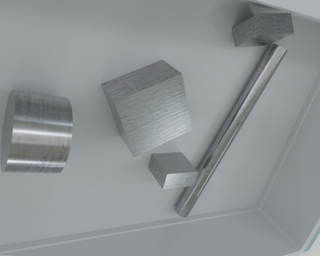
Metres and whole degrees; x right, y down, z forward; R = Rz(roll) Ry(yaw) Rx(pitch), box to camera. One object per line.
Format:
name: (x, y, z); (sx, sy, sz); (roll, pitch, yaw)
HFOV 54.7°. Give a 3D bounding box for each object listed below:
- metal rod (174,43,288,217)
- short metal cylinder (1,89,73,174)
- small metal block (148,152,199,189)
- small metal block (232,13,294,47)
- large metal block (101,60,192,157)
metal rod: (0.101, 0.014, 0.474); (0.025, 0.025, 0.298); (15, 110, -35)
short metal cylinder: (-0.125, 0.005, 0.309); (0.050, 0.080, 0.079); (7, 115, -32)
small metal block: (0.018, 0.059, 0.441); (0.050, 0.050, 0.025); (0, 119, -29)
small metal block: (0.127, -0.121, 0.386); (0.050, 0.050, 0.025); (-10, 91, -24)
large metal block: (-0.014, -0.024, 0.371); (0.081, 0.050, 0.080); (-25, 128, -14)
